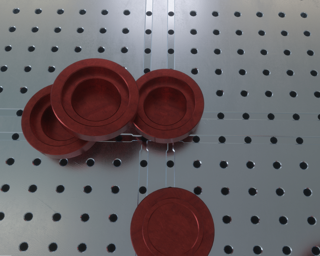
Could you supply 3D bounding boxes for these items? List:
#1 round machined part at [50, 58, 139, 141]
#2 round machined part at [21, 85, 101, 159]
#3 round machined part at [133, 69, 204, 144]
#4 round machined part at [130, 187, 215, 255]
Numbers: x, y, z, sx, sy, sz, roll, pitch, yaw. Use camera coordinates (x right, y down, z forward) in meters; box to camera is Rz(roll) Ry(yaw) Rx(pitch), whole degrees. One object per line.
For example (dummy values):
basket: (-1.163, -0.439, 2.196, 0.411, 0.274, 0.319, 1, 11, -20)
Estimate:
round machined part: (-0.075, -0.030, 0.369, 0.099, 0.042, 0.098, 3, 69, -8)
round machined part: (-0.123, -0.007, 0.405, 0.099, 0.042, 0.098, 0, 70, 0)
round machined part: (0.007, -0.026, 0.412, 0.099, 0.042, 0.098, 0, 70, 0)
round machined part: (0.015, 0.118, 0.360, 0.099, 0.042, 0.098, 0, 70, 0)
